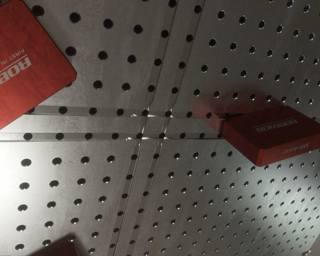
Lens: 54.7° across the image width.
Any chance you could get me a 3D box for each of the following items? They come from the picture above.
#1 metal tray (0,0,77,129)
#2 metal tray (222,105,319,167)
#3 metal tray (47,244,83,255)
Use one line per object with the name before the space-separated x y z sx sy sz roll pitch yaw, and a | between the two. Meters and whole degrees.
metal tray | -0.158 -0.051 0.290 0.130 0.030 0.090 -35 129 -5
metal tray | 0.173 0.008 0.471 0.131 0.090 0.030 -12 124 -22
metal tray | -0.149 0.245 0.478 0.091 0.030 0.129 -26 128 -13
